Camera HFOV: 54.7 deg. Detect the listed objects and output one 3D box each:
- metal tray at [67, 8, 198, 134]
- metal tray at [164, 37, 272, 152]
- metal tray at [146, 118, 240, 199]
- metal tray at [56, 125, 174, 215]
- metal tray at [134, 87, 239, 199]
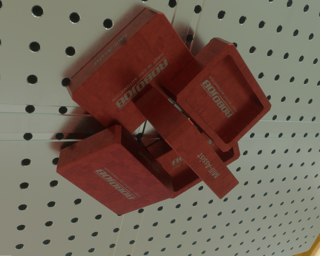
[{"bbox_3d":[-0.028,-0.059,0.356,0.130,0.030,0.090,-43,130,1],"label":"metal tray"},{"bbox_3d":[0.077,-0.036,0.390,0.090,0.030,0.130,-45,130,3],"label":"metal tray"},{"bbox_3d":[0.052,0.038,0.460,0.131,0.030,0.090,-30,129,-10],"label":"metal tray"},{"bbox_3d":[-0.052,0.059,0.393,0.090,0.030,0.130,-24,132,18],"label":"metal tray"},{"bbox_3d":[0.032,0.019,0.360,0.030,0.090,0.130,-42,130,0],"label":"metal tray"}]
